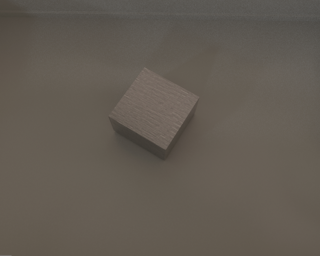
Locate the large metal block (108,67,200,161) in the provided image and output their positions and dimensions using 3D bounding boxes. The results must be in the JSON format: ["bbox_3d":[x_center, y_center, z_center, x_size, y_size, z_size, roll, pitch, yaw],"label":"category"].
[{"bbox_3d":[-0.007,-0.017,0.399,0.080,0.050,0.080,30,72,10],"label":"large metal block"}]
